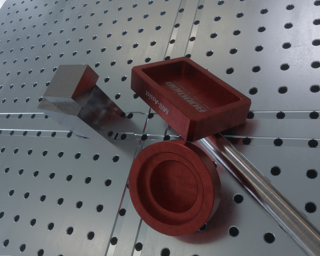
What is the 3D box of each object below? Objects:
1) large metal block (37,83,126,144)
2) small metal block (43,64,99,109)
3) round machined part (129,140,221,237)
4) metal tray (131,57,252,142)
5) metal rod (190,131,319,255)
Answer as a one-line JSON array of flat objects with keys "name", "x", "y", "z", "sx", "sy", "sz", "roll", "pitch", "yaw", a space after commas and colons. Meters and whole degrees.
[{"name": "large metal block", "x": -0.110, "y": -0.024, "z": 0.445, "sx": 0.080, "sy": 0.080, "sz": 0.050, "roll": 11, "pitch": 67, "yaw": 32}, {"name": "small metal block", "x": -0.114, "y": -0.054, "z": 0.398, "sx": 0.050, "sy": 0.025, "sz": 0.050, "roll": 6, "pitch": 65, "yaw": 30}, {"name": "round machined part", "x": 0.018, "y": 0.061, "z": 0.332, "sx": 0.098, "sy": 0.042, "sz": 0.097, "roll": 2, "pitch": 94, "yaw": 29}, {"name": "metal tray", "x": 0.034, "y": -0.042, "z": 0.382, "sx": 0.091, "sy": 0.030, "sz": 0.130, "roll": -18, "pitch": 44, "yaw": -29}, {"name": "metal rod", "x": 0.092, "y": 0.050, "z": 0.328, "sx": 0.025, "sy": 0.025, "sz": 0.300, "roll": -41, "pitch": 51, "yaw": 1}]
